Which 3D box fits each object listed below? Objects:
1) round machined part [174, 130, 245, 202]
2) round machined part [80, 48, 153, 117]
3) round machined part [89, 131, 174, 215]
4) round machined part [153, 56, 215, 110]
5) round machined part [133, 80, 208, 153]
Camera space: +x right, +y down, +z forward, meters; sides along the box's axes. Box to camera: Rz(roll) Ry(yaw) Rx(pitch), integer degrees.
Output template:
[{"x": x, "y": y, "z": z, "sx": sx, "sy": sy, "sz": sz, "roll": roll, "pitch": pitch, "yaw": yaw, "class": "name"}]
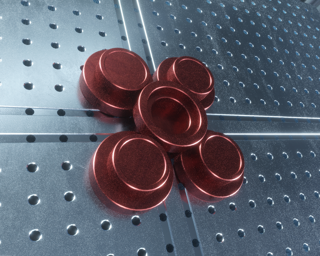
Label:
[{"x": 0.072, "y": 0.044, "z": 0.410, "sx": 0.099, "sy": 0.042, "sz": 0.098, "roll": 14, "pitch": 56, "yaw": -21, "class": "round machined part"}, {"x": -0.052, "y": -0.067, "z": 0.410, "sx": 0.099, "sy": 0.042, "sz": 0.098, "roll": 14, "pitch": 56, "yaw": -21, "class": "round machined part"}, {"x": -0.028, "y": 0.046, "z": 0.356, "sx": 0.099, "sy": 0.042, "sz": 0.098, "roll": 14, "pitch": 56, "yaw": -21, "class": "round machined part"}, {"x": 0.041, "y": -0.068, "z": 0.462, "sx": 0.099, "sy": 0.042, "sz": 0.098, "roll": 14, "pitch": 56, "yaw": -21, "class": "round machined part"}, {"x": 0.010, "y": -0.011, "z": 0.409, "sx": 0.099, "sy": 0.042, "sz": 0.098, "roll": 14, "pitch": 56, "yaw": -21, "class": "round machined part"}]
